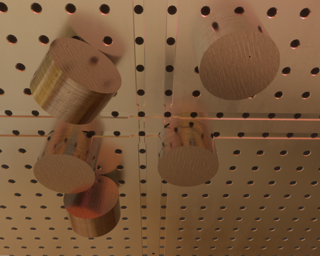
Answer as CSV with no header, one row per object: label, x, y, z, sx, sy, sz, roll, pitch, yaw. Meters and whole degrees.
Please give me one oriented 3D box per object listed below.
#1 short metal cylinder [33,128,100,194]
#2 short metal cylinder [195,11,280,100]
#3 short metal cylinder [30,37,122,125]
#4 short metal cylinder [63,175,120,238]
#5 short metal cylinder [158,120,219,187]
short metal cylinder,-0.128,0.047,0.433,0.081,0.050,0.079,0,130,0
short metal cylinder,0.080,-0.077,0.331,0.081,0.050,0.079,-1,130,0
short metal cylinder,-0.089,-0.050,0.332,0.080,0.080,0.050,29,124,-23
short metal cylinder,-0.102,0.119,0.475,0.081,0.080,0.050,1,130,-1
short metal cylinder,0.037,0.036,0.427,0.081,0.050,0.079,0,130,0
